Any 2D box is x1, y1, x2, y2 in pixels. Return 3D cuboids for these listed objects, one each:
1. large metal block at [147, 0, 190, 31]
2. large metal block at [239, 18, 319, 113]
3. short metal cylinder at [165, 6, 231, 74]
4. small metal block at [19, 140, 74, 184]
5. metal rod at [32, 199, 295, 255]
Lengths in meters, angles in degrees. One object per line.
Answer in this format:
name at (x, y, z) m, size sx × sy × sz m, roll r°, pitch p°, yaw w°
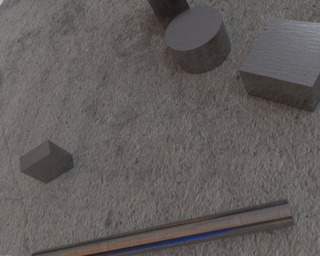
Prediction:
large metal block at (0.008, -0.211, 0.494) m, size 0.050 × 0.080 × 0.080 m, roll -27°, pitch 53°, yaw 12°
large metal block at (0.151, -0.074, 0.354) m, size 0.080 × 0.050 × 0.080 m, roll 23°, pitch 74°, yaw 36°
short metal cylinder at (0.054, -0.123, 0.435) m, size 0.080 × 0.050 × 0.080 m, roll -13°, pitch 56°, yaw 21°
small metal block at (-0.161, 0.049, 0.442) m, size 0.050 × 0.050 × 0.025 m, roll -31°, pitch 52°, yaw 8°
metal rod at (-0.014, 0.122, 0.336) m, size 0.301 × 0.025 × 0.025 m, roll -17°, pitch 55°, yaw 18°
